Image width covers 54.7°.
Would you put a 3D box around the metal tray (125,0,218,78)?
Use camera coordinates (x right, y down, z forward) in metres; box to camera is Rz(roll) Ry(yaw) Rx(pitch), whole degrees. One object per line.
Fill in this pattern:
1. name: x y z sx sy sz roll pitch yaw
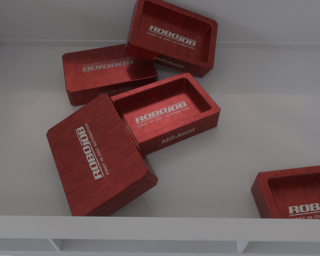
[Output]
1. metal tray: 0.020 -0.138 0.469 0.131 0.030 0.090 14 70 -16

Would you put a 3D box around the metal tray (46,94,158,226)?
1. metal tray: -0.070 0.031 0.354 0.090 0.030 0.130 -34 55 2

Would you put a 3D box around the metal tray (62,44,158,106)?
1. metal tray: -0.077 -0.086 0.473 0.131 0.030 0.090 -12 51 -10

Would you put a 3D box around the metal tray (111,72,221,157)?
1. metal tray: 0.003 -0.021 0.419 0.131 0.030 0.090 -21 53 -17

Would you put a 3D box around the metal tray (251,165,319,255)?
1. metal tray: 0.176 0.086 0.330 0.131 0.030 0.090 -6 50 -5
